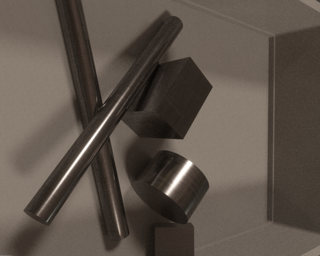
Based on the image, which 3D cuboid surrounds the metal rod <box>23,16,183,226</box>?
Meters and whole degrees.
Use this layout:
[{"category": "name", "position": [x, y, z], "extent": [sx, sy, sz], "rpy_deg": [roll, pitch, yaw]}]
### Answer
[{"category": "metal rod", "position": [-0.042, -0.033, 0.344], "extent": [0.025, 0.025, 0.301], "rpy_deg": [50, 52, -29]}]

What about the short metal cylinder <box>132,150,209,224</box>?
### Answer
[{"category": "short metal cylinder", "position": [0.013, 0.073, 0.384], "extent": [0.050, 0.080, 0.080], "rpy_deg": [-51, 120, -28]}]

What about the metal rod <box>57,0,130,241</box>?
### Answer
[{"category": "metal rod", "position": [-0.075, -0.018, 0.345], "extent": [0.025, 0.025, 0.298], "rpy_deg": [-17, 101, -39]}]

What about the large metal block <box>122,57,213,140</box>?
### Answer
[{"category": "large metal block", "position": [0.004, -0.034, 0.376], "extent": [0.050, 0.080, 0.080], "rpy_deg": [46, 62, -31]}]

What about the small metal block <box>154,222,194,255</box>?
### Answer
[{"category": "small metal block", "position": [0.018, 0.153, 0.406], "extent": [0.050, 0.025, 0.050], "rpy_deg": [1, 86, -4]}]
